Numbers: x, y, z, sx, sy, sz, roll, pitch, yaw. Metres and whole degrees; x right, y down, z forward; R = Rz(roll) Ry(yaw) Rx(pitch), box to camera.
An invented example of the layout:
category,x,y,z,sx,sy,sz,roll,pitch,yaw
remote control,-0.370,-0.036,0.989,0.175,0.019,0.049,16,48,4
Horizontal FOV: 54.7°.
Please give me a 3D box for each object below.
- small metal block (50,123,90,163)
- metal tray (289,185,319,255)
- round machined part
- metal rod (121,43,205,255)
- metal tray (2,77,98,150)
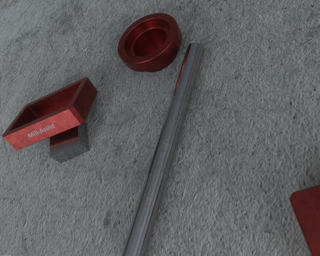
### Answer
category,x,y,z,sx,sy,sz,roll,pitch,yaw
small metal block,-0.136,0.018,0.462,0.050,0.025,0.050,-24,53,13
metal tray,0.188,0.081,0.252,0.130,0.030,0.090,-21,54,15
round machined part,-0.012,-0.125,0.474,0.098,0.042,0.098,-13,56,20
metal rod,0.010,0.017,0.386,0.025,0.025,0.300,4,63,29
metal tray,-0.166,-0.023,0.476,0.130,0.030,0.090,-20,33,19
